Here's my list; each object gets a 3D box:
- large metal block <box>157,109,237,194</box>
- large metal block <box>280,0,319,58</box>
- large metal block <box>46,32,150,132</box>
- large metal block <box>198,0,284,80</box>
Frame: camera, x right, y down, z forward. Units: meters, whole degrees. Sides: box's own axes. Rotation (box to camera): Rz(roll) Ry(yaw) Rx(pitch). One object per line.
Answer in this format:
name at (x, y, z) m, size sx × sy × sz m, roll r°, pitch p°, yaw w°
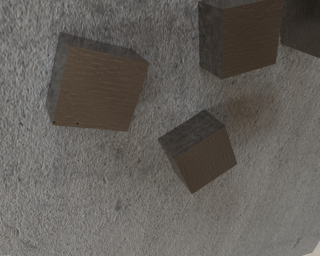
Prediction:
large metal block at (0.055, 0.034, 0.441) m, size 0.080 × 0.050 × 0.080 m, roll -32°, pitch 129°, yaw -7°
large metal block at (0.199, -0.142, 0.392) m, size 0.050 × 0.080 × 0.080 m, roll -30°, pitch 129°, yaw -9°
large metal block at (-0.068, -0.046, 0.325) m, size 0.081 × 0.050 × 0.079 m, roll 6°, pitch 116°, yaw -31°
large metal block at (0.095, -0.113, 0.372) m, size 0.081 × 0.050 × 0.079 m, roll -18°, pitch 126°, yaw -18°
